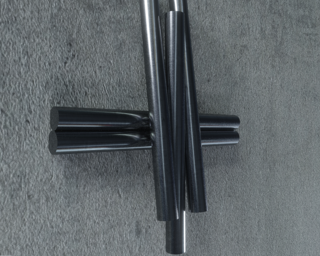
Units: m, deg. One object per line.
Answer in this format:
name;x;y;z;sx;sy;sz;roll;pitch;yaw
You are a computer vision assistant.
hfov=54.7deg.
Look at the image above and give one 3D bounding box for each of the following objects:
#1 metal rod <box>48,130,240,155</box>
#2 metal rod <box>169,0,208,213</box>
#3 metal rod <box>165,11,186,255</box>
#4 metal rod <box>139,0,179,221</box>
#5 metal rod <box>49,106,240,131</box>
metal rod;0.006;0.015;0.414;0.302;0.025;0.025;0;90;-40
metal rod;0.036;-0.042;0.411;0.025;0.025;0.298;0;82;-40
metal rod;0.019;0.006;0.391;0.025;0.025;0.298;0;90;-40
metal rod;-0.003;-0.041;0.378;0.025;0.025;0.298;0;82;-40
metal rod;0.007;-0.010;0.415;0.302;0.025;0.025;0;90;-40
